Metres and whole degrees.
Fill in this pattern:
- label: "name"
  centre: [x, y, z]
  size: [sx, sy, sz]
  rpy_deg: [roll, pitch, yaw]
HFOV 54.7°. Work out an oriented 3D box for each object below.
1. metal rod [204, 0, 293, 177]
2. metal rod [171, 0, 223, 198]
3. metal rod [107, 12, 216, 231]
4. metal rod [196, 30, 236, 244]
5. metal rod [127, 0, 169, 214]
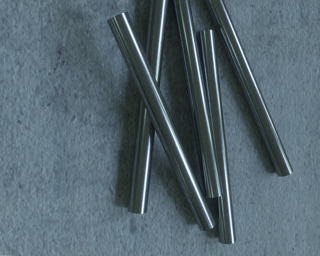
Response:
- label: "metal rod"
  centre: [0.132, -0.064, 0.459]
  size: [0.025, 0.025, 0.299]
  rpy_deg: [-28, 100, -18]
- label: "metal rod"
  centre: [0.048, -0.055, 0.420]
  size: [0.025, 0.025, 0.298]
  rpy_deg: [-10, 91, -20]
- label: "metal rod"
  centre: [0.009, 0.006, 0.390]
  size: [0.025, 0.025, 0.299]
  rpy_deg: [-29, 109, -18]
- label: "metal rod"
  centre: [0.080, 0.014, 0.440]
  size: [0.025, 0.025, 0.298]
  rpy_deg: [-8, 93, -20]
- label: "metal rod"
  centre: [-0.014, -0.041, 0.404]
  size: [0.025, 0.025, 0.298]
  rpy_deg: [7, 88, -20]
